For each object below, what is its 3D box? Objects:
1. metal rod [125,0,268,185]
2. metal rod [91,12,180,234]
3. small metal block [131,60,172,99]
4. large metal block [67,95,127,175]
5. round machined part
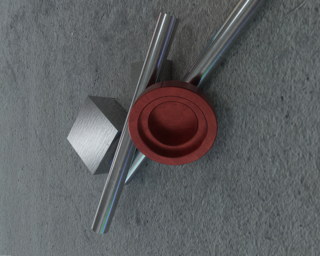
[{"bbox_3d":[0.026,-0.036,0.381,0.025,0.025,0.298,51,119,27],"label":"metal rod"},{"bbox_3d":[-0.036,0.005,0.399,0.025,0.025,0.298,30,108,35],"label":"metal rod"},{"bbox_3d":[-0.011,-0.063,0.412,0.050,0.025,0.050,-1,89,39],"label":"small metal block"},{"bbox_3d":[-0.082,0.010,0.454,0.080,0.050,0.080,46,117,30],"label":"large metal block"},{"bbox_3d":[0.016,-0.009,0.358,0.099,0.042,0.097,3,117,6],"label":"round machined part"}]
